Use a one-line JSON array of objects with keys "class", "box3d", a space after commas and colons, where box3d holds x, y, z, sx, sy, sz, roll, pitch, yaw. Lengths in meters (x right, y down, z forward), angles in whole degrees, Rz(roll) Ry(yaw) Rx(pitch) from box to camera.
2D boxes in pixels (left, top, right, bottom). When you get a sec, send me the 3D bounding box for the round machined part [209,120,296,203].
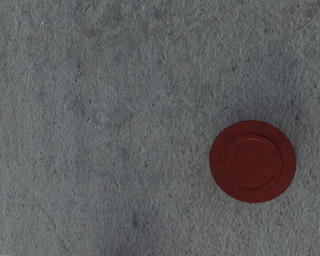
[{"class": "round machined part", "box3d": [0.106, 0.039, 0.362, 0.098, 0.042, 0.097, 0, 90, 20]}]
